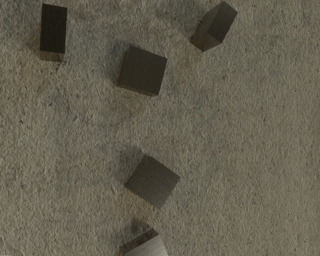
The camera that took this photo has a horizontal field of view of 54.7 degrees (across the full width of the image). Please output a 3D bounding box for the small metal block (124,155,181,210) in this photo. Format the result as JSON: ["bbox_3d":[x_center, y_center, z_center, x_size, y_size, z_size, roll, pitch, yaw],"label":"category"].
[{"bbox_3d":[-0.010,0.070,0.405,0.050,0.025,0.050,37,78,-16],"label":"small metal block"}]

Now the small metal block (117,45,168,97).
[{"bbox_3d":[-0.023,-0.072,0.400,0.050,0.025,0.050,15,85,-20],"label":"small metal block"}]

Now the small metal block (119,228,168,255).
[{"bbox_3d":[-0.018,0.169,0.403,0.050,0.025,0.050,-24,98,-19],"label":"small metal block"}]

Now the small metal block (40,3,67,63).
[{"bbox_3d":[-0.121,-0.105,0.351,0.025,0.050,0.050,3,89,-20],"label":"small metal block"}]

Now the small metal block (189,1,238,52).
[{"bbox_3d":[0.072,-0.137,0.422,0.025,0.050,0.050,31,80,-18],"label":"small metal block"}]
